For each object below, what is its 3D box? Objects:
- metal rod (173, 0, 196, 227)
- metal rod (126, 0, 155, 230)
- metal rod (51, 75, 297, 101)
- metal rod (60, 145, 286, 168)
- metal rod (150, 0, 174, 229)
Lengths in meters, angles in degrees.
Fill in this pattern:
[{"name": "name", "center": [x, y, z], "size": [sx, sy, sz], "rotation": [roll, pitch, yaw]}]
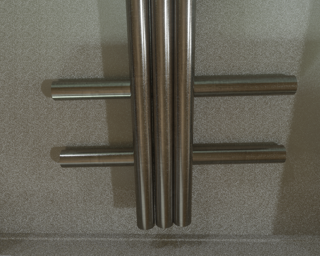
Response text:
[{"name": "metal rod", "center": [0.028, -0.010, 0.379], "size": [0.025, 0.025, 0.298], "rotation": [-1, 110, 0]}, {"name": "metal rod", "center": [-0.022, -0.006, 0.380], "size": [0.025, 0.025, 0.298], "rotation": [-1, 110, 0]}, {"name": "metal rod", "center": [0.018, -0.051, 0.392], "size": [0.302, 0.025, 0.025], "rotation": [-1, 110, 0]}, {"name": "metal rod", "center": [0.018, 0.039, 0.425], "size": [0.302, 0.025, 0.025], "rotation": [-1, 110, 0]}, {"name": "metal rod", "center": [0.004, -0.008, 0.379], "size": [0.025, 0.025, 0.298], "rotation": [-1, 110, 0]}]
